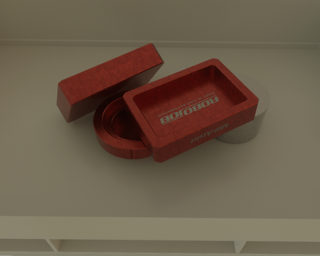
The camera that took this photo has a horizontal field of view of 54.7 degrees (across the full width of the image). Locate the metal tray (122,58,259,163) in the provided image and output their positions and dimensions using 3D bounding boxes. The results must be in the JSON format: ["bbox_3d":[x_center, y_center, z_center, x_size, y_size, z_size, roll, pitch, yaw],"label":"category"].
[{"bbox_3d":[0.034,-0.025,0.359,0.131,0.030,0.090,-24,53,-14],"label":"metal tray"}]

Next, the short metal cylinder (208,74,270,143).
[{"bbox_3d":[0.098,-0.027,0.410,0.081,0.050,0.080,0,50,0],"label":"short metal cylinder"}]

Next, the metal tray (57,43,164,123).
[{"bbox_3d":[-0.067,-0.058,0.406,0.131,0.090,0.030,-29,88,-23],"label":"metal tray"}]

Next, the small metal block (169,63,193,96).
[{"bbox_3d":[0.031,-0.055,0.433,0.050,0.050,0.025,-35,59,-28],"label":"small metal block"}]

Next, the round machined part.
[{"bbox_3d":[-0.032,0.000,0.393,0.099,0.042,0.098,0,50,0],"label":"round machined part"}]
